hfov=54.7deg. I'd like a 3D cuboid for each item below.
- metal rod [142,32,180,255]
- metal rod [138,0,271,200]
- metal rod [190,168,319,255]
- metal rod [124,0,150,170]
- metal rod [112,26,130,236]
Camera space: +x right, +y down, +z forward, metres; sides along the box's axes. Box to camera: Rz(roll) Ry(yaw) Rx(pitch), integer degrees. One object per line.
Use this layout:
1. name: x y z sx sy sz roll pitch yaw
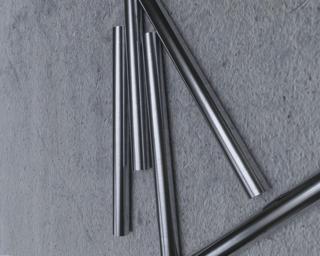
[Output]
1. metal rod: 0.001 0.025 0.404 0.025 0.025 0.298 -9 85 40
2. metal rod: 0.041 -0.058 0.370 0.025 0.025 0.299 -40 66 33
3. metal rod: 0.118 0.083 0.307 0.299 0.025 0.025 -47 62 29
4. metal rod: -0.034 -0.092 0.432 0.025 0.025 0.298 -5 87 40
5. metal rod: -0.057 0.005 0.451 0.025 0.025 0.298 0 90 40
